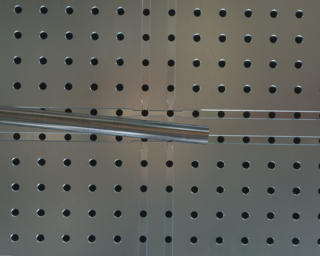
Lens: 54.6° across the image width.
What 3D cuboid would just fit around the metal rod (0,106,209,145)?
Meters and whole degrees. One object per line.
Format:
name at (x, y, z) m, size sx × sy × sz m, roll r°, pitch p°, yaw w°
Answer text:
metal rod at (-0.087, -0.005, 0.412) m, size 0.302 × 0.025 × 0.025 m, roll 6°, pitch 90°, yaw 0°
